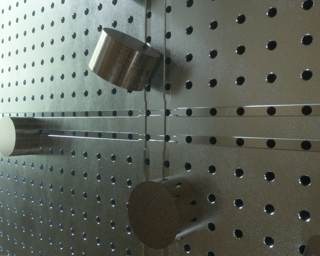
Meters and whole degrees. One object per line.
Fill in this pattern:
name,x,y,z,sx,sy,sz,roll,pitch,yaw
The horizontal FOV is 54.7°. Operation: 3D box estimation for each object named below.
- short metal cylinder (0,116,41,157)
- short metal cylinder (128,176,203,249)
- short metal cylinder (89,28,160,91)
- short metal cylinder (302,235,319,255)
short metal cylinder,-0.286,0.016,0.624,0.080,0.050,0.079,0,90,39
short metal cylinder,0.006,0.103,0.386,0.080,0.050,0.079,0,90,39
short metal cylinder,-0.047,-0.091,0.410,0.080,0.081,0.050,42,115,31
short metal cylinder,0.153,0.130,0.247,0.080,0.081,0.050,21,103,38
